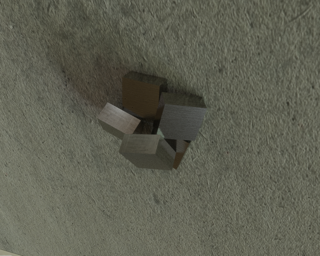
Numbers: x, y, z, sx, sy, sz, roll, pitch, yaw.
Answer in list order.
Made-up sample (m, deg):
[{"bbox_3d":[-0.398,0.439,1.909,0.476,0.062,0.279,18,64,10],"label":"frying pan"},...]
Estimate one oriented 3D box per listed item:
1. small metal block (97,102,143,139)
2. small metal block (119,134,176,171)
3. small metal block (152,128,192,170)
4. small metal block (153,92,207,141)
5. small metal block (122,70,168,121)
[{"bbox_3d":[-0.052,-0.004,0.417,0.050,0.025,0.050,29,164,8],"label":"small metal block"},{"bbox_3d":[-0.015,0.030,0.386,0.050,0.025,0.050,0,151,28],"label":"small metal block"},{"bbox_3d":[0.013,0.020,0.413,0.050,0.025,0.050,29,128,9],"label":"small metal block"},{"bbox_3d":[0.023,-0.013,0.373,0.050,0.025,0.050,5,128,-15],"label":"small metal block"},{"bbox_3d":[-0.019,-0.041,0.392,0.050,0.025,0.050,16,125,18],"label":"small metal block"}]
